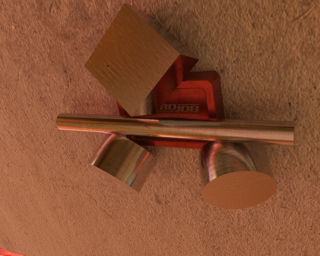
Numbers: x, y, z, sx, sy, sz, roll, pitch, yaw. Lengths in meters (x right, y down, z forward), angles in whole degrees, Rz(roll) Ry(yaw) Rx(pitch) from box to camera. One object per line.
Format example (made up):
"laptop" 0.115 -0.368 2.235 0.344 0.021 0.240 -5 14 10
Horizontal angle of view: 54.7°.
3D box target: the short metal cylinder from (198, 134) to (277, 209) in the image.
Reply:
"short metal cylinder" 0.087 0.052 0.357 0.081 0.050 0.080 -1 137 0

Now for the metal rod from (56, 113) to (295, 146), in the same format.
"metal rod" -0.003 -0.002 0.370 0.300 0.025 0.025 3 120 26

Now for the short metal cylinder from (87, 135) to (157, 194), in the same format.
"short metal cylinder" -0.051 0.048 0.425 0.080 0.050 0.080 28 163 9

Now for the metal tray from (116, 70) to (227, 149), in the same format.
"metal tray" 0.012 -0.021 0.386 0.130 0.030 0.089 2 120 27

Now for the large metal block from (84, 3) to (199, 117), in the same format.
"large metal block" -0.020 -0.070 0.332 0.080 0.050 0.080 47 114 16
